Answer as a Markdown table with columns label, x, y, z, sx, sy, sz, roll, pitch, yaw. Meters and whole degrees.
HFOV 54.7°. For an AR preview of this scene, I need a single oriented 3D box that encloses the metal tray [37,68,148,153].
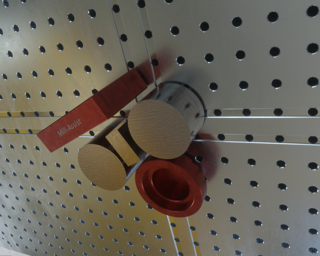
| label | x | y | z | sx | sy | sz | roll | pitch | yaw |
| --- | --- | --- | --- | --- | --- | --- | --- | --- | --- |
| metal tray | -0.087 | -0.022 | 0.396 | 0.130 | 0.090 | 0.030 | -26 | 104 | 37 |

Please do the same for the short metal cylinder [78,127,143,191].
| label | x | y | z | sx | sy | sz | roll | pitch | yaw |
| --- | --- | --- | --- | --- | --- | --- | --- | --- | --- |
| short metal cylinder | -0.072 | 0.045 | 0.456 | 0.080 | 0.050 | 0.079 | 13 | 124 | 21 |

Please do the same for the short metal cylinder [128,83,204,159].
| label | x | y | z | sx | sy | sz | roll | pitch | yaw |
| --- | --- | --- | --- | --- | --- | --- | --- | --- | --- |
| short metal cylinder | 0.008 | -0.009 | 0.380 | 0.080 | 0.050 | 0.079 | 13 | 124 | 21 |

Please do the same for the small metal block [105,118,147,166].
| label | x | y | z | sx | sy | sz | roll | pitch | yaw |
| --- | --- | --- | --- | --- | --- | --- | --- | --- | --- |
| small metal block | -0.037 | 0.015 | 0.418 | 0.025 | 0.050 | 0.050 | -28 | 103 | 37 |

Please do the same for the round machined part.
| label | x | y | z | sx | sy | sz | roll | pitch | yaw |
| --- | --- | --- | --- | --- | --- | --- | --- | --- | --- |
| round machined part | 0.019 | 0.073 | 0.430 | 0.098 | 0.042 | 0.097 | 13 | 124 | 21 |
